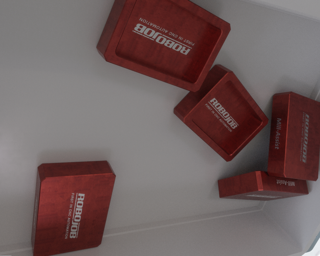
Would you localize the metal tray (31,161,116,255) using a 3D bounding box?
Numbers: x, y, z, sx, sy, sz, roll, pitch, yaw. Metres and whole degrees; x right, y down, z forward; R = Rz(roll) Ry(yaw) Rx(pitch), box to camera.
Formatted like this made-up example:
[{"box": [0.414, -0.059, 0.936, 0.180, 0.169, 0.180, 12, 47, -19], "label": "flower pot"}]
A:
[{"box": [-0.116, 0.106, 0.408, 0.091, 0.030, 0.129, 1, 118, -29], "label": "metal tray"}]

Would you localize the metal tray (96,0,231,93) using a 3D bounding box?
[{"box": [0.007, -0.100, 0.346, 0.131, 0.030, 0.089, 14, 111, -34], "label": "metal tray"}]

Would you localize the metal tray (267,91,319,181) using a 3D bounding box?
[{"box": [0.216, 0.015, 0.492, 0.091, 0.030, 0.129, 11, 82, -33], "label": "metal tray"}]

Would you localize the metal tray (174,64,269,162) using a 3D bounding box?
[{"box": [0.091, -0.017, 0.444, 0.090, 0.030, 0.130, -47, 129, 4], "label": "metal tray"}]

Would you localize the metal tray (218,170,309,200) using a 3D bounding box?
[{"box": [0.176, 0.102, 0.529, 0.131, 0.030, 0.090, 11, 156, -33], "label": "metal tray"}]
